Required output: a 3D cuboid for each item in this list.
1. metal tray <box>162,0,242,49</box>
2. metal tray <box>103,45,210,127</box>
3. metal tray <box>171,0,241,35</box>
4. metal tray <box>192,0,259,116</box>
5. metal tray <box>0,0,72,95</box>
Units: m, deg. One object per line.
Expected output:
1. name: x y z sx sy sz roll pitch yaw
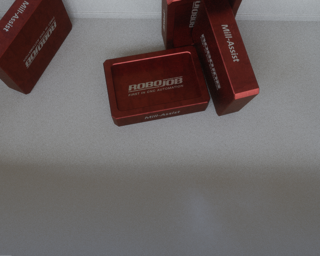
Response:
1. metal tray: 0.049 -0.147 0.400 0.091 0.130 0.030 -12 80 -2
2. metal tray: -0.006 -0.059 0.428 0.131 0.030 0.090 -11 70 -4
3. metal tray: 0.061 -0.179 0.419 0.091 0.130 0.030 1 70 0
4. metal tray: 0.079 -0.089 0.398 0.030 0.090 0.129 -15 79 -5
5. metal tray: -0.174 -0.121 0.417 0.030 0.090 0.130 23 72 8
